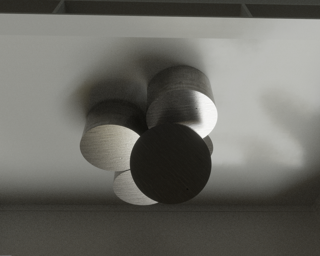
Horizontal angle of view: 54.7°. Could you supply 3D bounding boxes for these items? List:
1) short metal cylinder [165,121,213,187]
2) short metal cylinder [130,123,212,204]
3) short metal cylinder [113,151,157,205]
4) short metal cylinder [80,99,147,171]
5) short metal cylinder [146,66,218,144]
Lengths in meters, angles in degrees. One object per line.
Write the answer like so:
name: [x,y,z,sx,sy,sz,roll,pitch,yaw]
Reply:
short metal cylinder: [0.022,0.033,0.400,0.081,0.080,0.050,10,129,-9]
short metal cylinder: [0.013,0.035,0.328,0.080,0.050,0.079,0,90,6]
short metal cylinder: [-0.025,0.067,0.446,0.081,0.050,0.079,0,130,0]
short metal cylinder: [-0.057,0.010,0.398,0.081,0.050,0.079,0,130,0]
short metal cylinder: [0.024,-0.026,0.368,0.081,0.050,0.079,0,130,0]
